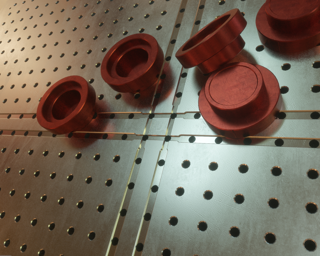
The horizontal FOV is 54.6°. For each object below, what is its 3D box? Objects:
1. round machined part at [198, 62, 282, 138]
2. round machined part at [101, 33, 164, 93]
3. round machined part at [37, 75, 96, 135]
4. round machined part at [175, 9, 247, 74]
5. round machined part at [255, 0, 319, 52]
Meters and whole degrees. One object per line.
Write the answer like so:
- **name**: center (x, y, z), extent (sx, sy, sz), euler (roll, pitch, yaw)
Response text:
- **round machined part**: center (0.092, -0.040, 0.374), extent (0.098, 0.042, 0.098), euler (-13, 56, 21)
- **round machined part**: center (-0.038, -0.094, 0.476), extent (0.098, 0.042, 0.098), euler (-13, 56, 21)
- **round machined part**: center (-0.143, -0.032, 0.494), extent (0.098, 0.042, 0.098), euler (-13, 56, 21)
- **round machined part**: center (0.072, -0.108, 0.408), extent (0.098, 0.042, 0.098), euler (-35, 18, 14)
- **round machined part**: center (0.173, -0.149, 0.398), extent (0.098, 0.042, 0.098), euler (-13, 56, 21)
